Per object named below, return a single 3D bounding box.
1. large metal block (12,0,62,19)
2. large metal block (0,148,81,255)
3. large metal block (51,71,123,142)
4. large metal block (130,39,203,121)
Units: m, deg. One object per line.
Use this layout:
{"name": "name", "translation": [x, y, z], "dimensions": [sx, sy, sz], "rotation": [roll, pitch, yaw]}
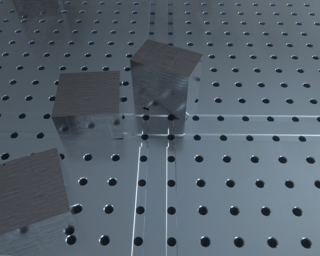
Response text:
{"name": "large metal block", "translation": [-0.238, -0.261, 0.590], "dimensions": [0.080, 0.080, 0.050], "rotation": [-8, 51, -7]}
{"name": "large metal block", "translation": [-0.137, 0.077, 0.326], "dimensions": [0.081, 0.050, 0.080], "rotation": [-17, 52, -14]}
{"name": "large metal block", "translation": [-0.092, -0.030, 0.416], "dimensions": [0.080, 0.050, 0.080], "rotation": [-3, 50, -3]}
{"name": "large metal block", "translation": [0.009, -0.065, 0.427], "dimensions": [0.080, 0.080, 0.050], "rotation": [20, 53, 16]}
